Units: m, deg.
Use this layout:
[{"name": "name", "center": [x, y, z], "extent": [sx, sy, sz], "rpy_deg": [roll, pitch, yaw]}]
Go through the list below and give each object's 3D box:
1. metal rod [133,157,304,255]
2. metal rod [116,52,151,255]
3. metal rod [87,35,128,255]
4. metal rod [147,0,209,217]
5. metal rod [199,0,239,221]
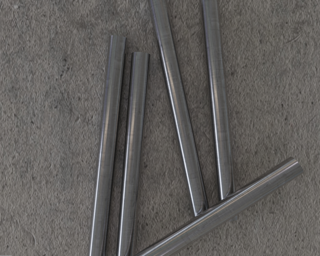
[{"name": "metal rod", "center": [0.042, 0.126, 0.384], "extent": [0.301, 0.025, 0.025], "rpy_deg": [-32, 90, 0]}, {"name": "metal rod", "center": [-0.037, 0.051, 0.409], "extent": [0.025, 0.025, 0.298], "rpy_deg": [4, 90, 0]}, {"name": "metal rod", "center": [-0.069, 0.030, 0.409], "extent": [0.025, 0.025, 0.298], "rpy_deg": [6, 90, 0]}, {"name": "metal rod", "center": [0.025, -0.027, 0.409], "extent": [0.025, 0.025, 0.298], "rpy_deg": [-12, 90, 0]}, {"name": "metal rod", "center": [0.078, -0.029, 0.410], "extent": [0.025, 0.025, 0.298], "rpy_deg": [-5, 90, 0]}]
